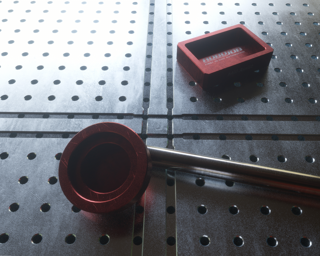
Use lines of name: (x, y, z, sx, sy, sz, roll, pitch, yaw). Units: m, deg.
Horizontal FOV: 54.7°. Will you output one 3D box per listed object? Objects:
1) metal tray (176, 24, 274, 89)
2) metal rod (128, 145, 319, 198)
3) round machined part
metal tray: (0.104, -0.120, 0.505, 0.131, 0.030, 0.090, -22, 53, -18)
metal rod: (0.109, 0.055, 0.362, 0.301, 0.025, 0.025, 10, 51, 8)
round machined part: (-0.057, 0.046, 0.343, 0.098, 0.042, 0.098, -3, 70, 10)
